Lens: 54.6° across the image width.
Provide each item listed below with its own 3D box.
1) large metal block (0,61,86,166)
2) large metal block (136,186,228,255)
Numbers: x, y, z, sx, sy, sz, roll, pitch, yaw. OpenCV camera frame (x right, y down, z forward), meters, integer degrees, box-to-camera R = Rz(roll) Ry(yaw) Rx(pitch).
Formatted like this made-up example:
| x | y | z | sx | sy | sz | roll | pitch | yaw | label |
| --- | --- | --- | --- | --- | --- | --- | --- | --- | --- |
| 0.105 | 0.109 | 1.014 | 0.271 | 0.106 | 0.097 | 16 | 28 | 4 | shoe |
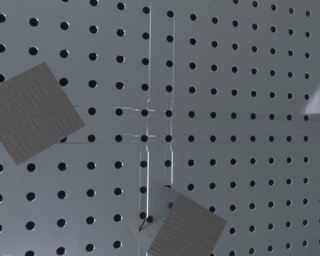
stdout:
| x | y | z | sx | sy | sz | roll | pitch | yaw | label |
| --- | --- | --- | --- | --- | --- | --- | --- | --- | --- |
| -0.143 | -0.016 | 0.347 | 0.080 | 0.050 | 0.080 | -33 | 101 | -17 | large metal block |
| 0.028 | 0.135 | 0.410 | 0.080 | 0.050 | 0.080 | 34 | 79 | -17 | large metal block |
